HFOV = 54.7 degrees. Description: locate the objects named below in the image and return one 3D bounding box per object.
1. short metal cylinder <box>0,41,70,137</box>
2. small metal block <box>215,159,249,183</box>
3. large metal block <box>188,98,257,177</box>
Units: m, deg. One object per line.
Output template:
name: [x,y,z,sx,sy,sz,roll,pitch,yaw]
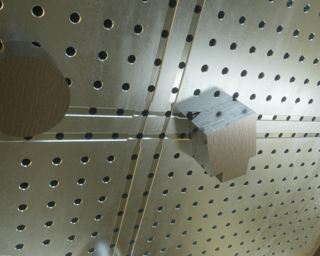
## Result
short metal cylinder: [-0.133,-0.038,0.299,0.081,0.050,0.079,-14,125,-21]
small metal block: [0.119,0.058,0.514,0.050,0.025,0.050,-14,125,-21]
large metal block: [0.093,0.013,0.456,0.081,0.050,0.080,-23,127,-15]
